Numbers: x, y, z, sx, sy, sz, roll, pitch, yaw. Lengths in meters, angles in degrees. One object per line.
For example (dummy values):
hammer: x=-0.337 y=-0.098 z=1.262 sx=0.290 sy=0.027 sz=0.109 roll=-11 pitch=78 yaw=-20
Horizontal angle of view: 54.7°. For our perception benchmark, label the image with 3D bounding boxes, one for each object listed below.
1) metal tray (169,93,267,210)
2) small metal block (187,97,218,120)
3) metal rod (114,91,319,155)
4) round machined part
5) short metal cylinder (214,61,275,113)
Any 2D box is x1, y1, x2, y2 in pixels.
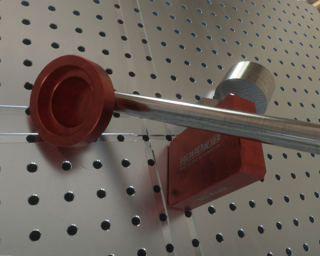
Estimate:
metal tray: x=0.056 y=0.032 z=0.352 sx=0.030 sy=0.129 sz=0.090 roll=18 pitch=55 yaw=-24
small metal block: x=0.061 y=-0.007 z=0.431 sx=0.025 sy=0.050 sz=0.050 roll=6 pitch=59 yaw=-25
metal rod: x=0.033 y=-0.012 z=0.309 sx=0.300 sy=0.025 sz=0.025 roll=12 pitch=41 yaw=32
round machined part: x=-0.091 y=-0.027 z=0.342 sx=0.098 sy=0.098 sz=0.042 roll=63 pitch=19 yaw=16
short metal cylinder: x=0.131 y=-0.056 z=0.480 sx=0.080 sy=0.080 sz=0.050 roll=39 pitch=51 yaw=-3
